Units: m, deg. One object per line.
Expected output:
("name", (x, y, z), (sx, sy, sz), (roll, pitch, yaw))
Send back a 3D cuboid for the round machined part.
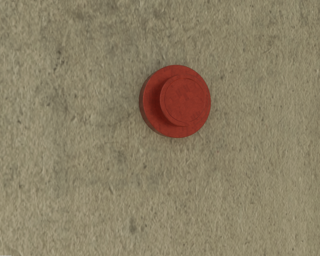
("round machined part", (0.025, -0.035, 0.410), (0.099, 0.042, 0.097), (0, 90, -21))
